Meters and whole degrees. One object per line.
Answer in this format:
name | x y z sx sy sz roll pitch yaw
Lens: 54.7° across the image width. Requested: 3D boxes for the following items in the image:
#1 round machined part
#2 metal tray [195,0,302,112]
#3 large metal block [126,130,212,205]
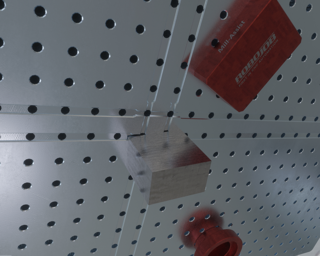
round machined part | 0.108 0.233 0.603 0.099 0.042 0.097 -14 124 -21
metal tray | 0.119 -0.095 0.414 0.090 0.030 0.130 32 100 -38
large metal block | 0.008 0.048 0.410 0.081 0.080 0.050 -7 122 -25
